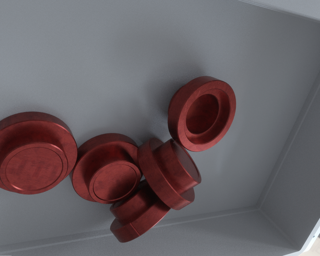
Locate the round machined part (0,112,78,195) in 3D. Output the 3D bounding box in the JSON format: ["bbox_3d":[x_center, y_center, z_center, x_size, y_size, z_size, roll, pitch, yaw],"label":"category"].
[{"bbox_3d":[-0.140,0.034,0.343,0.099,0.042,0.097,-14,125,-21],"label":"round machined part"}]

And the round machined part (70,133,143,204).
[{"bbox_3d":[-0.064,0.059,0.401,0.099,0.042,0.097,-14,125,-21],"label":"round machined part"}]

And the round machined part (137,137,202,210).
[{"bbox_3d":[0.017,0.052,0.401,0.042,0.098,0.098,-35,131,14],"label":"round machined part"}]

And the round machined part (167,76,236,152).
[{"bbox_3d":[0.050,-0.021,0.407,0.099,0.042,0.097,-17,122,-29],"label":"round machined part"}]

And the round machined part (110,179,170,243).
[{"bbox_3d":[-0.029,0.106,0.425,0.098,0.098,0.042,-37,94,-4],"label":"round machined part"}]
